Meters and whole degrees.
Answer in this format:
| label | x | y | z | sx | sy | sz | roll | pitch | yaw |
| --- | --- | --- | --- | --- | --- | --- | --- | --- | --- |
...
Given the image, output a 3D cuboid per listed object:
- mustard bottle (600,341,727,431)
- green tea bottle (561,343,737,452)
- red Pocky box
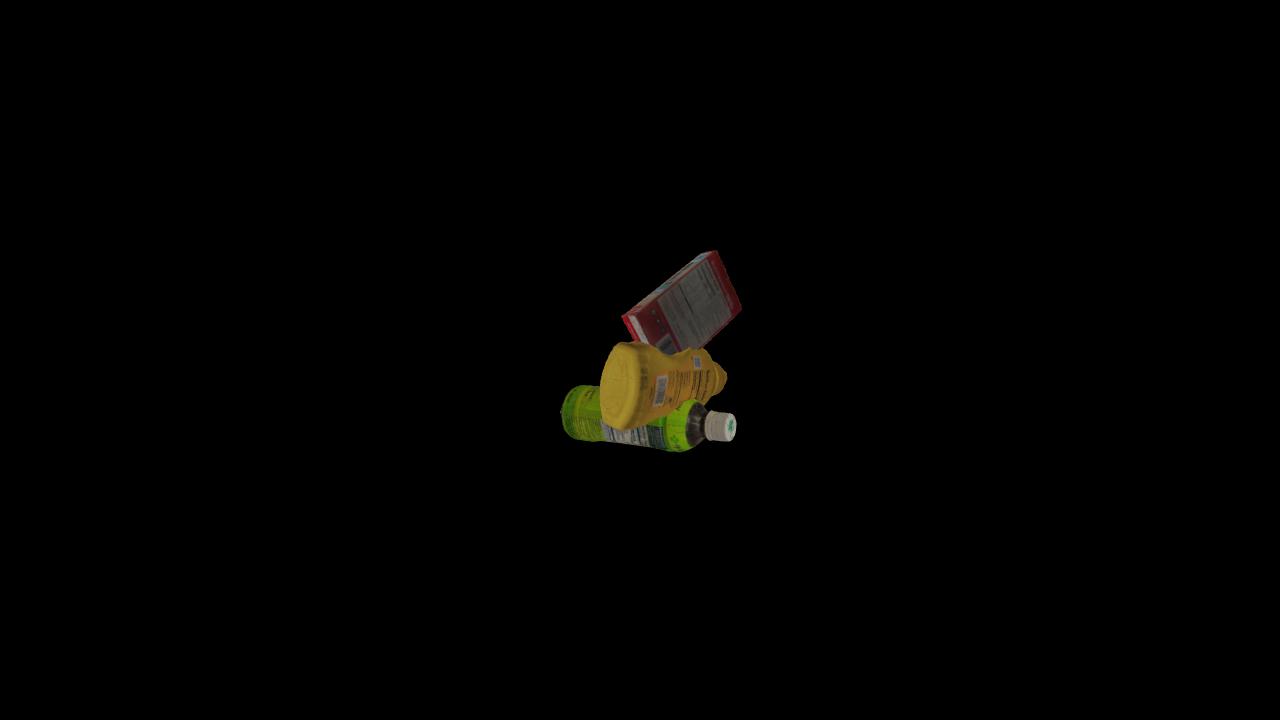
| label | x | y | z | sx | sy | sz | roll | pitch | yaw |
| --- | --- | --- | --- | --- | --- | --- | --- | --- | --- |
| mustard bottle | 0.039 | 0.024 | 0.683 | 0.054 | 0.092 | 0.184 | 13 | 11 | 42 |
| green tea bottle | 0.009 | 0.069 | 0.711 | 0.212 | 0.073 | 0.073 | 5 | 3 | 33 |
| red Pocky box | 0.051 | -0.052 | 0.686 | 0.028 | 0.083 | 0.155 | -6 | 27 | 49 |
